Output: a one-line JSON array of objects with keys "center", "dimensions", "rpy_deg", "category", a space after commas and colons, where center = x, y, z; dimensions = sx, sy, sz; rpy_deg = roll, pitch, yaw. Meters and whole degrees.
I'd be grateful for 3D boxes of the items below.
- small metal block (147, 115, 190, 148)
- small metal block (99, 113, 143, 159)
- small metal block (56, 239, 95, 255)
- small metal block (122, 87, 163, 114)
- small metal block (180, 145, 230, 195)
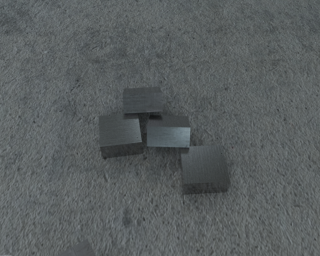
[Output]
[{"center": [0.011, 0.003, 0.386], "dimensions": [0.050, 0.025, 0.050], "rpy_deg": [2, 18, 1], "category": "small metal block"}, {"center": [-0.050, 0.009, 0.395], "dimensions": [0.050, 0.025, 0.050], "rpy_deg": [-7, 50, -6], "category": "small metal block"}, {"center": [-0.079, 0.131, 0.276], "dimensions": [0.050, 0.050, 0.025], "rpy_deg": [-25, 55, -19], "category": "small metal block"}, {"center": [-0.024, -0.039, 0.420], "dimensions": [0.050, 0.025, 0.050], "rpy_deg": [-4, 16, -3], "category": "small metal block"}, {"center": [0.050, 0.048, 0.363], "dimensions": [0.050, 0.025, 0.050], "rpy_deg": [-2, 50, -2], "category": "small metal block"}]
